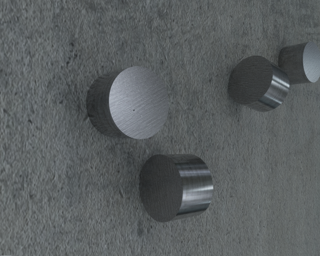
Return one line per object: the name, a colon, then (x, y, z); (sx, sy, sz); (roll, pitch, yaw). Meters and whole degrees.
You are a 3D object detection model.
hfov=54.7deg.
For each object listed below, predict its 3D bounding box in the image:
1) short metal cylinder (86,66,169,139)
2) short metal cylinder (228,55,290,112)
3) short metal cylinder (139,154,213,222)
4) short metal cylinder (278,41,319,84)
short metal cylinder: (-0.037, -0.028, 0.357); (0.081, 0.050, 0.080); (0, 90, -40)
short metal cylinder: (0.159, -0.070, 0.502); (0.050, 0.080, 0.080); (16, 80, -39)
short metal cylinder: (0.018, 0.072, 0.384); (0.050, 0.080, 0.080); (3, 88, -40)
short metal cylinder: (0.283, -0.129, 0.625); (0.081, 0.050, 0.080); (0, 90, -40)
